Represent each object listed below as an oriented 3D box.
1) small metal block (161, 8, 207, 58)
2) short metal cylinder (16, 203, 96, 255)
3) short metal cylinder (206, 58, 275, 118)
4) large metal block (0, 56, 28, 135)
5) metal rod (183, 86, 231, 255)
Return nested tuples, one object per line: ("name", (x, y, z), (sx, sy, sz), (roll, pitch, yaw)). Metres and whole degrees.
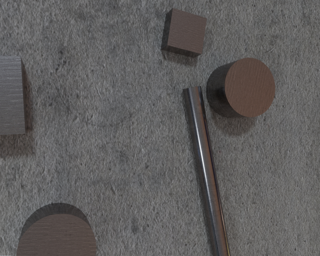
("small metal block", (0.032, -0.128, 0.421), (0.050, 0.025, 0.050), (9, 87, -20))
("short metal cylinder", (-0.117, 0.131, 0.353), (0.081, 0.050, 0.079), (0, 90, -20))
("short metal cylinder", (0.113, -0.054, 0.437), (0.081, 0.050, 0.079), (0, 90, -20))
("large metal block", (-0.187, -0.032, 0.327), (0.081, 0.050, 0.079), (-3, 91, -20))
("metal rod", (0.071, 0.091, 0.435), (0.025, 0.025, 0.298), (-12, 94, -20))
